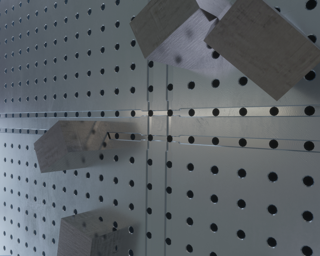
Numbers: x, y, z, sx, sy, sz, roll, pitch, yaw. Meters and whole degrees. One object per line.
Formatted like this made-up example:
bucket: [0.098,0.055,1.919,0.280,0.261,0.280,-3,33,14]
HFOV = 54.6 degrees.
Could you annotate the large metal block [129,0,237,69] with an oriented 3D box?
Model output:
large metal block: [0.027,-0.116,0.352,0.080,0.081,0.050,-36,68,34]

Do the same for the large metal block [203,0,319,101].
large metal block: [0.090,-0.081,0.279,0.080,0.080,0.050,38,119,-7]

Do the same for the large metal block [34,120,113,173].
large metal block: [-0.137,0.029,0.488,0.080,0.081,0.050,-33,70,35]

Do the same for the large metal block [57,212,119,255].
large metal block: [-0.116,0.190,0.491,0.080,0.050,0.080,14,99,39]
